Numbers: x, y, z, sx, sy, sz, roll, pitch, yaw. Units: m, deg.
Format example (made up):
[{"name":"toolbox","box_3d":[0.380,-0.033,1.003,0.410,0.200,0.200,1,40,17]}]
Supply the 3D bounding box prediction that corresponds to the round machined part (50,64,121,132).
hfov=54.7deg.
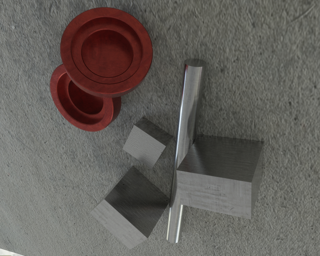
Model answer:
[{"name":"round machined part","box_3d":[-0.094,-0.047,0.416,0.098,0.042,0.097,13,124,21]}]

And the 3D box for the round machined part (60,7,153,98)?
[{"name":"round machined part","box_3d":[-0.060,-0.082,0.354,0.098,0.098,0.042,44,168,-3]}]

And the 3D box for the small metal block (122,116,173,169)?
[{"name":"small metal block","box_3d":[-0.017,0.021,0.429,0.050,0.025,0.050,34,129,5]}]

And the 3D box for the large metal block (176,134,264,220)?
[{"name":"large metal block","box_3d":[0.074,0.053,0.365,0.080,0.080,0.050,6,121,25]}]

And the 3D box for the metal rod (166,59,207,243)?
[{"name":"metal rod","box_3d":[0.030,0.052,0.423,0.025,0.025,0.298,17,125,19]}]

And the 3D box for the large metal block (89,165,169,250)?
[{"name":"large metal block","box_3d":[-0.043,0.118,0.467,0.080,0.080,0.050,43,129,-2]}]
